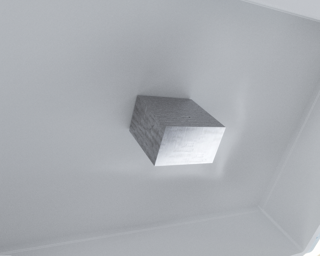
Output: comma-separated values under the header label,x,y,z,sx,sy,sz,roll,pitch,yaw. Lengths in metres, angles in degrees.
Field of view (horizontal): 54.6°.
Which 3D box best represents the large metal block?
label,x,y,z,sx,sy,sz,roll,pitch,yaw
large metal block,0.018,0.001,0.380,0.081,0.080,0.050,1,118,-29
